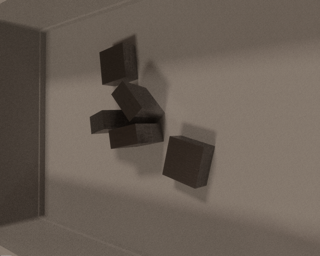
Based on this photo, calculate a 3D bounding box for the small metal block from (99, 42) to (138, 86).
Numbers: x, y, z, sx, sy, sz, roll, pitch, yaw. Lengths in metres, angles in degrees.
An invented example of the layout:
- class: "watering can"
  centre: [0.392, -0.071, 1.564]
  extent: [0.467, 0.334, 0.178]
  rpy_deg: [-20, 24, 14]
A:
- class: "small metal block"
  centre: [-0.061, -0.092, 0.455]
  extent: [0.050, 0.025, 0.050]
  rpy_deg: [-10, 84, 39]

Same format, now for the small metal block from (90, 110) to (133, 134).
- class: "small metal block"
  centre: [-0.065, -0.008, 0.433]
  extent: [0.050, 0.050, 0.025]
  rpy_deg: [-16, 79, 58]

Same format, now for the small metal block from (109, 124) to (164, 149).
- class: "small metal block"
  centre: [-0.032, 0.011, 0.415]
  extent: [0.050, 0.050, 0.025]
  rpy_deg: [-13, 83, 39]

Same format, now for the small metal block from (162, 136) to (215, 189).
- class: "small metal block"
  centre: [0.034, 0.040, 0.377]
  extent: [0.050, 0.025, 0.050]
  rpy_deg: [17, 101, 38]

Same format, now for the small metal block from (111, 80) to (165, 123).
- class: "small metal block"
  centre: [-0.029, -0.032, 0.410]
  extent: [0.025, 0.050, 0.050]
  rpy_deg: [-47, 62, 22]
